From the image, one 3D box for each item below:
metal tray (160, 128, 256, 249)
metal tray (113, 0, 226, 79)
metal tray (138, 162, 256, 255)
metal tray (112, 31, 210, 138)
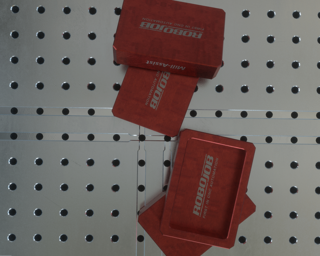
[{"bbox_3d":[0.057,0.072,0.381,0.091,0.030,0.129,12,90,-1],"label":"metal tray"},{"bbox_3d":[0.013,-0.117,0.393,0.131,0.030,0.090,9,68,-2],"label":"metal tray"},{"bbox_3d":[0.048,0.110,0.412,0.130,0.030,0.090,-39,91,-1],"label":"metal tray"},{"bbox_3d":[0.001,-0.062,0.411,0.090,0.030,0.129,20,90,-1],"label":"metal tray"}]
